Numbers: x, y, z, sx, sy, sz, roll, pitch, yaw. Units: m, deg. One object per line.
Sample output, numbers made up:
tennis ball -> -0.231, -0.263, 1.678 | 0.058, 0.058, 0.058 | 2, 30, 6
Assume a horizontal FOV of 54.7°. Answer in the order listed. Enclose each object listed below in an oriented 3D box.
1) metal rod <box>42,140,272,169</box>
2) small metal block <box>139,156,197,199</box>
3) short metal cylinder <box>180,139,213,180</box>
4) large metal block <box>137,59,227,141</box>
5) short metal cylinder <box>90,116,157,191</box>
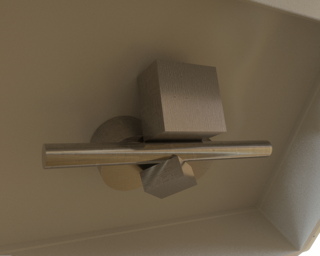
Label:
metal rod -> 0.020, 0.029, 0.372 | 0.303, 0.025, 0.025 | 1, 118, -29
small metal block -> 0.011, 0.061, 0.373 | 0.050, 0.025, 0.050 | -25, 151, 13
short metal cylinder -> 0.028, 0.033, 0.429 | 0.081, 0.050, 0.079 | -14, 125, -21
large metal block -> 0.024, -0.028, 0.361 | 0.081, 0.050, 0.080 | 1, 75, -29
short metal cylinder -> -0.042, 0.032, 0.389 | 0.081, 0.050, 0.079 | -14, 125, -21
